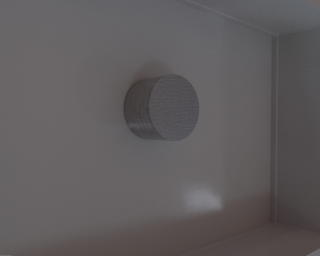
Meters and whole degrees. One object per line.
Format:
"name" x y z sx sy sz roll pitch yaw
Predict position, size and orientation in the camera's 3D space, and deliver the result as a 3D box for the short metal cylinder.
"short metal cylinder" 0.003 -0.024 0.389 0.081 0.050 0.080 0 90 -40
